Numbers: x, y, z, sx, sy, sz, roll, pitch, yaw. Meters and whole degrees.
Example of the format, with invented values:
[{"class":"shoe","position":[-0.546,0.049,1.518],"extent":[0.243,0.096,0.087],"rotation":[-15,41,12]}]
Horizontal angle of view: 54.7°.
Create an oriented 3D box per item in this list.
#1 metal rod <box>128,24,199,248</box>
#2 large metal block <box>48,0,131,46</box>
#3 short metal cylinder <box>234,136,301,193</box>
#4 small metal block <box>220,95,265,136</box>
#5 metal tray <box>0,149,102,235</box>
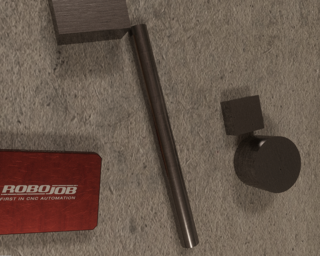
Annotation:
[{"class":"metal rod","position":[0.006,0.015,0.412],"extent":[0.025,0.025,0.298],"rotation":[-16,96,-20]},{"class":"large metal block","position":[-0.087,-0.147,0.364],"extent":[0.081,0.050,0.079],"rotation":[-12,94,-20]},{"class":"short metal cylinder","position":[0.157,0.051,0.456],"extent":[0.081,0.050,0.079],"rotation":[0,90,-21]},{"class":"small metal block","position":[0.121,-0.019,0.456],"extent":[0.050,0.025,0.050],"rotation":[-13,95,-20]},{"class":"metal tray","position":[-0.137,0.071,0.356],"extent":[0.131,0.030,0.089],"rotation":[4,89,-20]}]
